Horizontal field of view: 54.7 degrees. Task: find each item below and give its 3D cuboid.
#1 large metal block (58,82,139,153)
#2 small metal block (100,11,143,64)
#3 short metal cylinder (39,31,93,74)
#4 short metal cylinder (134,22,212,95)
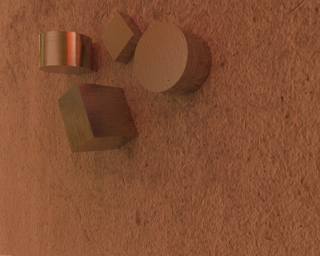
[{"bbox_3d":[-0.087,-0.014,0.438,0.050,0.081,0.080,-32,71,35],"label":"large metal block"},{"bbox_3d":[-0.054,-0.130,0.448,0.050,0.025,0.050,-47,63,29],"label":"small metal block"},{"bbox_3d":[-0.148,-0.116,0.488,0.080,0.081,0.050,0,90,39],"label":"short metal cylinder"},{"bbox_3d":[0.015,-0.081,0.375,0.080,0.050,0.079,0,90,39],"label":"short metal cylinder"}]
